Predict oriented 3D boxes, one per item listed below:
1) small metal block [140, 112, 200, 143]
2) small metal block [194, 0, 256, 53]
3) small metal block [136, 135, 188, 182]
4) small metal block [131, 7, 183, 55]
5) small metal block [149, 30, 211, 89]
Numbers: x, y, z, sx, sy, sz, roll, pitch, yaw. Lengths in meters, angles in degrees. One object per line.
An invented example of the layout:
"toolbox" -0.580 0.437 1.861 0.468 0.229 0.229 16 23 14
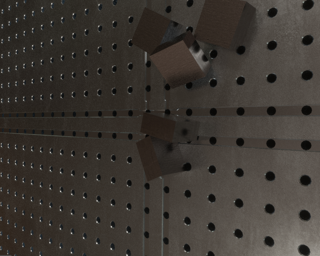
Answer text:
"small metal block" 0.013 -0.001 0.381 0.050 0.050 0.025 17 101 38
"small metal block" 0.072 -0.117 0.349 0.050 0.025 0.050 29 108 36
"small metal block" 0.003 0.036 0.389 0.025 0.050 0.050 -29 72 36
"small metal block" -0.005 -0.125 0.412 0.050 0.025 0.050 39 114 32
"small metal block" 0.025 -0.080 0.370 0.050 0.025 0.050 -16 122 38
